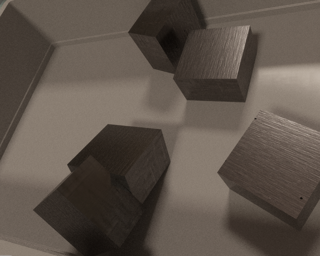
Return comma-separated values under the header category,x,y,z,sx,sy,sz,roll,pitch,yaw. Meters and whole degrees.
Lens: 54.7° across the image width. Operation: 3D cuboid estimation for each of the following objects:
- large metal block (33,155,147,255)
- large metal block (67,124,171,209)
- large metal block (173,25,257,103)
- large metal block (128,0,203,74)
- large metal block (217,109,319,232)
category,x,y,z,sx,sy,sz,roll,pitch,yaw
large metal block,-0.076,0.086,0.329,0.080,0.080,0.050,-38,10,45
large metal block,-0.045,0.041,0.367,0.080,0.050,0.080,6,38,30
large metal block,0.073,-0.082,0.400,0.080,0.050,0.080,5,64,30
large metal block,0.013,-0.136,0.446,0.050,0.080,0.080,22,73,36
large metal block,0.118,0.039,0.304,0.080,0.050,0.080,29,78,37
